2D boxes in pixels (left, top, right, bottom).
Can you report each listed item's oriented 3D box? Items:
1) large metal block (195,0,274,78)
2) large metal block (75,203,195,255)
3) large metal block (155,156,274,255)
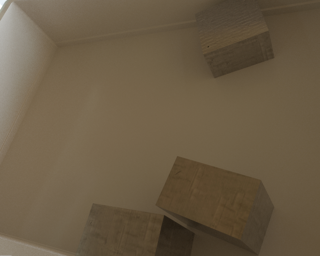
[{"bbox_3d":[0.098,-0.124,0.414,0.080,0.050,0.080,-17,55,18],"label":"large metal block"},{"bbox_3d":[-0.021,0.116,0.310,0.080,0.080,0.050,1,62,28],"label":"large metal block"},{"bbox_3d":[0.056,0.074,0.296,0.080,0.080,0.050,13,69,33],"label":"large metal block"}]
